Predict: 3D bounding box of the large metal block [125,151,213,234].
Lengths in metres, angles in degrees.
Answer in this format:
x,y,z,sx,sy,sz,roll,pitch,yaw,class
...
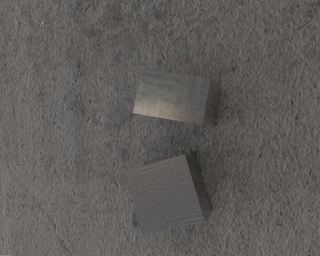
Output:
x,y,z,sx,sy,sz,roll,pitch,yaw,class
0.012,0.080,0.391,0.080,0.050,0.080,-18,84,19,large metal block

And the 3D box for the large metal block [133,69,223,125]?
x,y,z,sx,sy,sz,roll,pitch,yaw,class
0.025,-0.035,0.371,0.080,0.080,0.050,11,94,19,large metal block
